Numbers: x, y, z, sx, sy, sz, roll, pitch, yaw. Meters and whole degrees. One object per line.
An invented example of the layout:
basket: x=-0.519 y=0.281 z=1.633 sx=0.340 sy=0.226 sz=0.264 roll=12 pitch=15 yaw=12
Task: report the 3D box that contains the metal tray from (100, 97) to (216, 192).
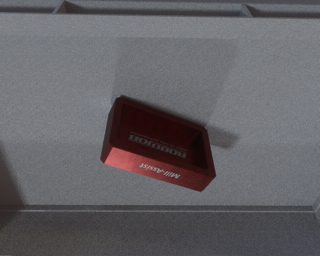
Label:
metal tray: x=0.000 y=0.019 z=0.378 sx=0.131 sy=0.090 sz=0.030 roll=19 pitch=127 yaw=-17
